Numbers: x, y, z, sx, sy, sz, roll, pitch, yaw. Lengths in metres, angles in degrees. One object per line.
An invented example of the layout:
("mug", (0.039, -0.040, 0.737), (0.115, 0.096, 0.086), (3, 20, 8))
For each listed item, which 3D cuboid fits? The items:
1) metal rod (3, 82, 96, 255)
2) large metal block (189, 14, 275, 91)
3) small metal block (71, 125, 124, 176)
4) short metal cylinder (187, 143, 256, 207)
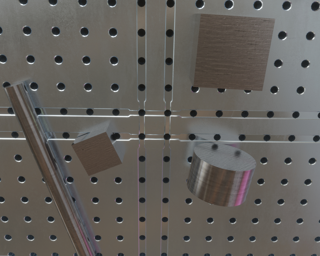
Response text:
("metal rod", (-0.147, 0.081, 0.441), (0.025, 0.025, 0.298), (-14, 110, 4))
("large metal block", (0.081, -0.091, 0.368), (0.081, 0.050, 0.079), (3, 110, -2))
("small metal block", (-0.084, 0.031, 0.424), (0.050, 0.025, 0.050), (-21, 109, 7))
("short metal cylinder", (0.080, 0.059, 0.407), (0.081, 0.080, 0.050), (9, 110, -4))
